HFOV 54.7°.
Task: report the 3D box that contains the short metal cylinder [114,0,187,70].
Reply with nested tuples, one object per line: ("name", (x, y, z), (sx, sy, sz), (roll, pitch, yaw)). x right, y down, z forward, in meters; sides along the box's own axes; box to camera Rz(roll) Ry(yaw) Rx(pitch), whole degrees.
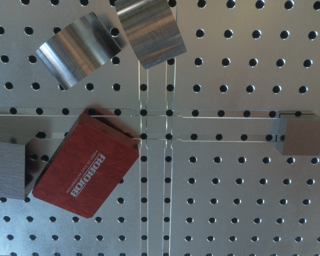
("short metal cylinder", (-0.009, -0.112, 0.343), (0.050, 0.080, 0.080), (-23, 109, 8))

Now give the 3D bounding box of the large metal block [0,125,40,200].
("large metal block", (-0.211, 0.044, 0.414), (0.081, 0.050, 0.079), (8, 110, -3))

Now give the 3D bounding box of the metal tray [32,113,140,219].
("metal tray", (-0.100, 0.055, 0.422), (0.090, 0.030, 0.129), (31, 107, -22))

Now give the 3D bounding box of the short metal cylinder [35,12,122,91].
("short metal cylinder", (-0.091, -0.086, 0.351), (0.080, 0.080, 0.050), (-33, 107, 11))

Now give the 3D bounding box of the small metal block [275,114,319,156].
("small metal block", (0.189, 0.009, 0.419), (0.050, 0.025, 0.050), (1, 110, -1))
